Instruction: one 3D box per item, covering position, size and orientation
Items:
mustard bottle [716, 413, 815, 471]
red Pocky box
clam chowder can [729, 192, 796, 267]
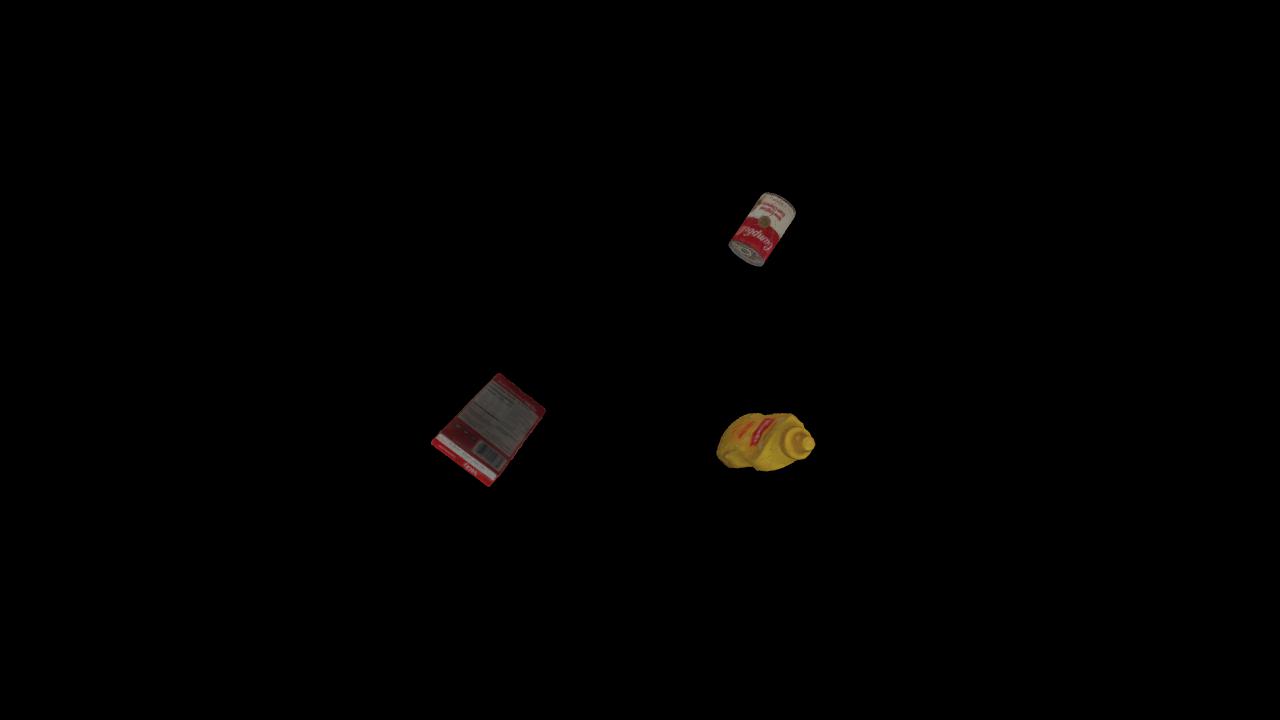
[{"bbox_3d":[0.178,0.111,0.838,0.092,0.054,0.184,-41,8,-18],"label":"mustard bottle"},{"bbox_3d":[-0.176,0.080,0.742,0.083,0.028,0.155,39,27,-5],"label":"red Pocky box"},{"bbox_3d":[0.201,-0.214,1.010,0.068,0.102,0.068,34,-6,4],"label":"clam chowder can"}]
